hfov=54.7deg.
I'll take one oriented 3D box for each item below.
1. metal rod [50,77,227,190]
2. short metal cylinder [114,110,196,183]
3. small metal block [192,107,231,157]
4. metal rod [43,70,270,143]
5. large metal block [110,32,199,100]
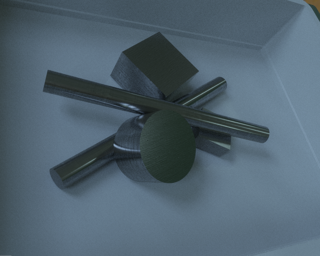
[{"bbox_3d":[-0.004,-0.010,0.408,0.302,0.025,0.025,-31,79,-38],"label":"metal rod"},{"bbox_3d":[-0.005,0.022,0.355,0.081,0.050,0.080,7,79,-39],"label":"short metal cylinder"},{"bbox_3d":[0.073,0.006,0.439,0.050,0.025,0.050,24,53,-14],"label":"small metal block"},{"bbox_3d":[0.012,-0.021,0.392,0.302,0.025,0.025,13,57,-22],"label":"metal rod"},{"bbox_3d":[-0.007,-0.076,0.431,0.080,0.050,0.080,46,51,3],"label":"large metal block"}]
